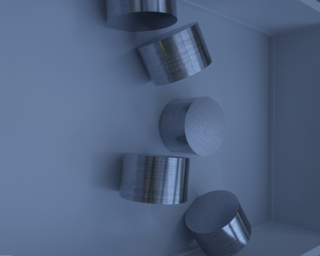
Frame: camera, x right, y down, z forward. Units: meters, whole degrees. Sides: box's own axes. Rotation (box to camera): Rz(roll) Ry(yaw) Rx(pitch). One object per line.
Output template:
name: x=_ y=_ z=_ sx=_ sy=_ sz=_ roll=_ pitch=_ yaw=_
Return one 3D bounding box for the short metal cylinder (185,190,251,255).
short metal cylinder: x=0.083 y=0.135 z=0.443 sx=0.080 sy=0.080 sz=0.050 roll=-43 pitch=117 yaw=-32

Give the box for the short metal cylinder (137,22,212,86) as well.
short metal cylinder: x=0.018 y=-0.093 z=0.388 sx=0.080 sy=0.080 sz=0.050 roll=-38 pitch=114 yaw=-34

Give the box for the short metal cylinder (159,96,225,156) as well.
short metal cylinder: x=0.045 y=-0.002 z=0.431 sx=0.081 sy=0.050 sz=0.079 roll=0 pitch=90 yaw=-40

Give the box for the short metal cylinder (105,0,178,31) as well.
short metal cylinder: x=-0.022 y=-0.146 z=0.354 sx=0.081 sy=0.080 sz=0.050 roll=-6 pitch=95 yaw=-40

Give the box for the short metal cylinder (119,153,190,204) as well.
short metal cylinder: x=-0.006 y=0.058 z=0.368 sx=0.081 sy=0.080 sz=0.050 roll=8 pitch=85 yaw=-40
